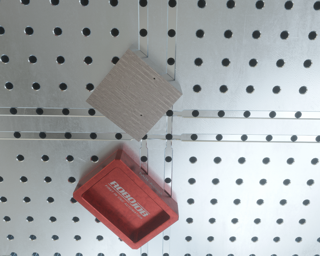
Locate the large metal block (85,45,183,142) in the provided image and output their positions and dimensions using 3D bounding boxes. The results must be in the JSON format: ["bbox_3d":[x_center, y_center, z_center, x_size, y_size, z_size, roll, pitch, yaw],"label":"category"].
[{"bbox_3d":[-0.030,-0.044,0.383,0.080,0.050,0.080,39,105,-13],"label":"large metal block"}]

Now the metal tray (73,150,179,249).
[{"bbox_3d":[-0.047,0.106,0.449,0.090,0.030,0.130,-40,106,13],"label":"metal tray"}]
